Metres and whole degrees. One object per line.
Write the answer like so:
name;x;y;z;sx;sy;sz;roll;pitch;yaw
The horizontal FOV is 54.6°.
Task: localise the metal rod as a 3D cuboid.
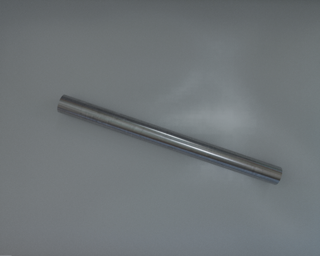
metal rod;0.013;0.016;0.410;0.301;0.025;0.025;19;90;0
